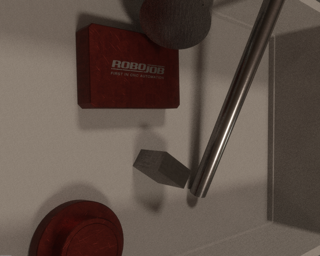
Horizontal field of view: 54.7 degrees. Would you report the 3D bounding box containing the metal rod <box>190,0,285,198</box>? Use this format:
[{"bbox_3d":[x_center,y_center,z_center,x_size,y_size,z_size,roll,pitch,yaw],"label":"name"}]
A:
[{"bbox_3d":[0.102,-0.040,0.420,0.025,0.025,0.298,6,110,-40],"label":"metal rod"}]

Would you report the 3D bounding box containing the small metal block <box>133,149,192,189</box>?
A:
[{"bbox_3d":[0.002,0.052,0.395,0.050,0.050,0.025,40,66,-33],"label":"small metal block"}]

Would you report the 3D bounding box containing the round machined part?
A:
[{"bbox_3d":[-0.079,0.126,0.324,0.099,0.042,0.097,7,79,-39],"label":"round machined part"}]

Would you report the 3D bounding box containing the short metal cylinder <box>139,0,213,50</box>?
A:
[{"bbox_3d":[0.020,-0.139,0.359,0.080,0.080,0.050,38,47,-34],"label":"short metal cylinder"}]

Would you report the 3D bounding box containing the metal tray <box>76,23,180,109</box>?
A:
[{"bbox_3d":[-0.034,-0.068,0.377,0.131,0.030,0.089,-3,92,-40],"label":"metal tray"}]
